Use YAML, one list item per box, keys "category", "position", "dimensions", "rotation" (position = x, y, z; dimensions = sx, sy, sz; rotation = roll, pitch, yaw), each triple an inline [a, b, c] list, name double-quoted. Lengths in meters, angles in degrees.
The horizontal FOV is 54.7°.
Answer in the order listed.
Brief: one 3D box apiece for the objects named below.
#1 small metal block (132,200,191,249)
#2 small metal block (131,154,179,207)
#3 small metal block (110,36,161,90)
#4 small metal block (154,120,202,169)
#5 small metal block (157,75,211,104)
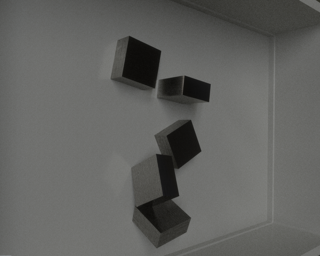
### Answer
- category: "small metal block"
  position: [0.002, 0.115, 0.390]
  dimensions: [0.050, 0.050, 0.025]
  rotation: [-12, 126, -40]
- category: "small metal block"
  position: [-0.007, 0.065, 0.376]
  dimensions: [0.025, 0.050, 0.050]
  rotation: [12, 57, -40]
- category: "small metal block"
  position: [-0.029, -0.079, 0.384]
  dimensions: [0.050, 0.025, 0.050]
  rotation: [15, 81, -39]
- category: "small metal block"
  position: [0.026, 0.022, 0.431]
  dimensions: [0.050, 0.025, 0.050]
  rotation: [-32, 110, -36]
- category: "small metal block"
  position: [0.032, -0.050, 0.419]
  dimensions: [0.050, 0.050, 0.025]
  rotation: [10, 84, -40]
